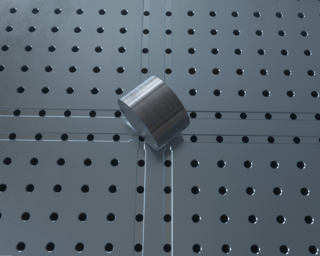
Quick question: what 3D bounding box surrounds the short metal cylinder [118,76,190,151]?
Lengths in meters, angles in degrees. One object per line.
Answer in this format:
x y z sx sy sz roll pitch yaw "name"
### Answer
-0.008 -0.018 0.388 0.050 0.080 0.080 -39 75 -13 "short metal cylinder"
